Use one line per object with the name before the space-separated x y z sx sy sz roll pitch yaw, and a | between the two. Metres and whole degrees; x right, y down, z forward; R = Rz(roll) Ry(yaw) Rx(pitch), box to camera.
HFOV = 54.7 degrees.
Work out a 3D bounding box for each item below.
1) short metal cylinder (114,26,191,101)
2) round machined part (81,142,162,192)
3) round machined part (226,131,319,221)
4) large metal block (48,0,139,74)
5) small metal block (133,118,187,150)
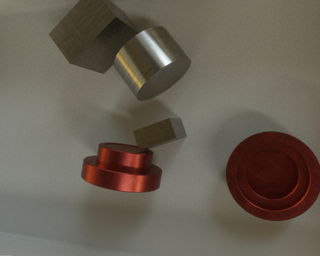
short metal cylinder | -0.009 -0.078 0.384 0.080 0.080 0.050 -39 78 16
round machined part | -0.045 0.045 0.387 0.098 0.098 0.042 11 94 19
round machined part | 0.129 0.052 0.356 0.098 0.042 0.097 0 90 19
large metal block | -0.081 -0.123 0.409 0.080 0.080 0.050 -40 78 15
small metal block | 0.001 0.008 0.396 0.050 0.050 0.025 -20 84 18
